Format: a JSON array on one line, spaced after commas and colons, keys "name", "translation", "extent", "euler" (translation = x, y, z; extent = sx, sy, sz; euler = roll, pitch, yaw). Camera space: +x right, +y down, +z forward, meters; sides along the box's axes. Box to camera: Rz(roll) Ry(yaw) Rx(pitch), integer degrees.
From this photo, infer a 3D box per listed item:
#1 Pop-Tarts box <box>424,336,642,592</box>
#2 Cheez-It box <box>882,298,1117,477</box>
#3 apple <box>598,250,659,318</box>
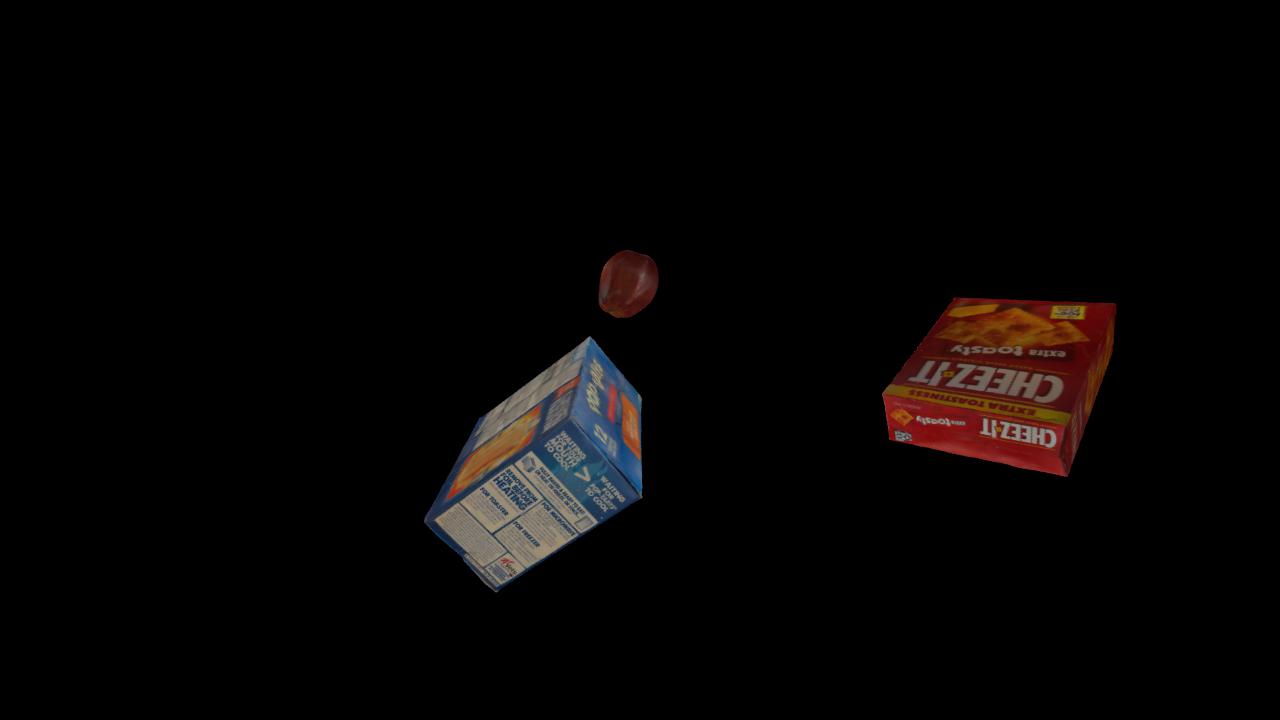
[{"name": "Pop-Tarts box", "translation": [-0.076, 0.076, 0.507], "extent": [0.141, 0.083, 0.167], "euler": [-36, 18, 13]}, {"name": "Cheez-It box", "translation": [0.384, 0.014, 0.656], "extent": [0.166, 0.071, 0.223], "euler": [9, 39, 44]}, {"name": "apple", "translation": [-0.016, -0.101, 0.822], "extent": [0.079, 0.093, 0.079], "euler": [20, -21, 8]}]
